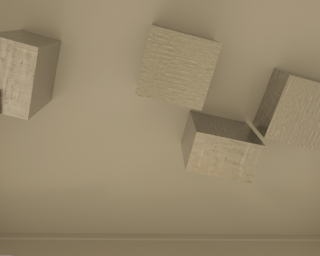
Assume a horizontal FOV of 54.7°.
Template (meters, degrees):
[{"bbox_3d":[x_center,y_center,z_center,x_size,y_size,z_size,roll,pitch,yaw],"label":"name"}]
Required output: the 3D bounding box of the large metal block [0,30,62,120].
[{"bbox_3d":[-0.157,-0.064,0.356,0.050,0.080,0.079,15,109,-6],"label":"large metal block"}]

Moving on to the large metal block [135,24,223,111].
[{"bbox_3d":[0.020,-0.074,0.371,0.081,0.050,0.079,13,110,-5],"label":"large metal block"}]

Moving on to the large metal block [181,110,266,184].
[{"bbox_3d":[0.074,0.021,0.391,0.081,0.080,0.050,12,110,-5],"label":"large metal block"}]

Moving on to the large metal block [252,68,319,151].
[{"bbox_3d":[0.176,-0.024,0.392,0.081,0.050,0.079,14,110,-6],"label":"large metal block"}]
